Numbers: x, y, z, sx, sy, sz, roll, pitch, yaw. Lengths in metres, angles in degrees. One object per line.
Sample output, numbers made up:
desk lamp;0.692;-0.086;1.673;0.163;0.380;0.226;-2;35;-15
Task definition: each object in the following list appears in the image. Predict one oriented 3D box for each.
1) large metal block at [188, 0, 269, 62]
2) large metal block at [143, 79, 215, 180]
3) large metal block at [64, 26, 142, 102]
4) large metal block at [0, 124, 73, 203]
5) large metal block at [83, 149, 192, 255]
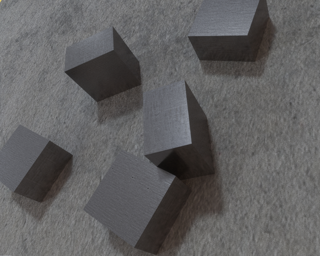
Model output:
large metal block;0.095;-0.139;0.422;0.080;0.050;0.080;10;66;32
large metal block;0.022;0.006;0.352;0.050;0.080;0.080;-16;56;19
large metal block;-0.084;-0.093;0.468;0.080;0.080;0.050;-19;55;16
large metal block;-0.191;0.051;0.455;0.080;0.050;0.080;20;72;35
large metal block;-0.024;0.082;0.349;0.080;0.050;0.080;22;73;35
